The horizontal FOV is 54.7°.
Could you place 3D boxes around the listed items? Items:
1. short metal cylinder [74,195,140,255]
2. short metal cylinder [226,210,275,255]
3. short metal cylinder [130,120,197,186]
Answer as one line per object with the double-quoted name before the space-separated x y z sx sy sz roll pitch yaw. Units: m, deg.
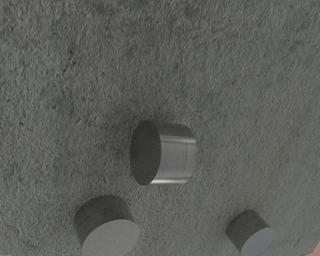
"short metal cylinder" -0.075 0.142 0.437 0.081 0.050 0.079 -14 124 -21
"short metal cylinder" 0.180 0.211 0.620 0.081 0.050 0.079 -14 124 -21
"short metal cylinder" 0.002 0.032 0.392 0.050 0.080 0.079 6 116 -31
